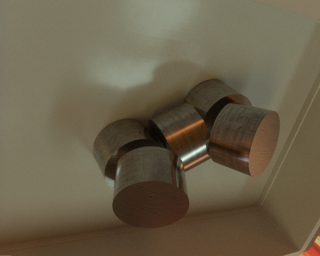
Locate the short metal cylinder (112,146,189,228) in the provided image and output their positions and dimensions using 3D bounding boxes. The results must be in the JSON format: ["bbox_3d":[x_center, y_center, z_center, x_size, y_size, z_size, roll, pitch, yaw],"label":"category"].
[{"bbox_3d":[-0.010,0.067,0.344,0.081,0.050,0.079,-2,129,-2],"label":"short metal cylinder"}]

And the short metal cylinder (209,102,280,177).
[{"bbox_3d":[0.103,0.013,0.372,0.081,0.050,0.079,-24,123,-44],"label":"short metal cylinder"}]

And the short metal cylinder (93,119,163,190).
[{"bbox_3d":[-0.038,0.036,0.393,0.081,0.050,0.079,-14,125,-21],"label":"short metal cylinder"}]

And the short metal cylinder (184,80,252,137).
[{"bbox_3d":[0.077,-0.019,0.423,0.081,0.050,0.079,-14,125,-21],"label":"short metal cylinder"}]

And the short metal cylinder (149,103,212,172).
[{"bbox_3d":[0.026,0.014,0.396,0.050,0.080,0.080,-27,128,-12],"label":"short metal cylinder"}]
